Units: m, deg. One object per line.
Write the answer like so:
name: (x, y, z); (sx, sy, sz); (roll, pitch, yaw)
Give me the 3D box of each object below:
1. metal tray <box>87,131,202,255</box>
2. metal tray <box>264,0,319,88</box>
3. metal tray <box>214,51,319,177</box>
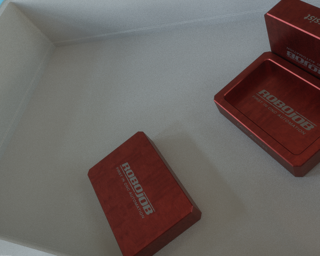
metal tray: (-0.023, 0.076, 0.367); (0.090, 0.030, 0.130); (-38, 51, 2)
metal tray: (0.171, -0.072, 0.318); (0.030, 0.090, 0.130); (-42, 51, 0)
metal tray: (0.135, -0.021, 0.343); (0.090, 0.030, 0.130); (-41, 51, -1)
